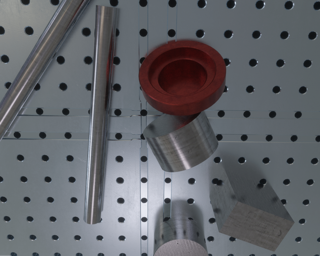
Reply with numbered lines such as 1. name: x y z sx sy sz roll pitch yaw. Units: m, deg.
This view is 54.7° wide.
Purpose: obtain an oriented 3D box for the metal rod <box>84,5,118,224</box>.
1. metal rod: -0.081 -0.003 0.411 0.025 0.025 0.298 7 110 -3

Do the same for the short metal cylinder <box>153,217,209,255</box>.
1. short metal cylinder: 0.030 0.183 0.468 0.081 0.050 0.079 0 110 0

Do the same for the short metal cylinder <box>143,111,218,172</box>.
1. short metal cylinder: 0.026 0.011 0.388 0.080 0.080 0.050 -24 108 8

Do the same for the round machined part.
1. round machined part: 0.027 -0.054 0.365 0.099 0.098 0.042 -9 146 3

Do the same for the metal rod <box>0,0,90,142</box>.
1. metal rod: -0.138 -0.097 0.376 0.025 0.025 0.299 36 106 -12

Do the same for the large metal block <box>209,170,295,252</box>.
1. large metal block: 0.121 0.111 0.426 0.080 0.080 0.050 22 109 -8
